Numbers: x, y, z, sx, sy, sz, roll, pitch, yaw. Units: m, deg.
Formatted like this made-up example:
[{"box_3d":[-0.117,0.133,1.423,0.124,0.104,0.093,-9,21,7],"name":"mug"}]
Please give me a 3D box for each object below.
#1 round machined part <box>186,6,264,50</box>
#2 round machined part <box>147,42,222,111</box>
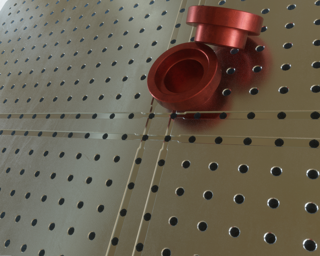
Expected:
[{"box_3d":[0.082,-0.130,0.411,0.098,0.099,0.042,21,108,36],"name":"round machined part"},{"box_3d":[0.035,-0.065,0.419,0.098,0.042,0.098,-13,56,21],"name":"round machined part"}]
